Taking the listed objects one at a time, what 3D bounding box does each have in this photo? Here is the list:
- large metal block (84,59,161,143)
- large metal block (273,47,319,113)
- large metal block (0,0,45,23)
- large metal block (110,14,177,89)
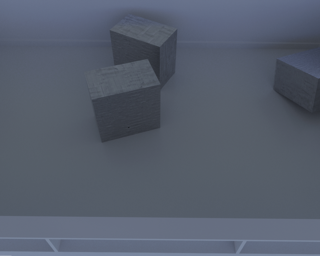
[{"bbox_3d":[-0.046,-0.034,0.397,0.081,0.080,0.050,-14,52,-12],"label":"large metal block"},{"bbox_3d":[0.222,-0.071,0.438,0.081,0.050,0.080,-17,35,-14],"label":"large metal block"},{"bbox_3d":[-0.269,-0.251,0.579,0.081,0.080,0.050,-13,51,-11],"label":"large metal block"},{"bbox_3d":[-0.023,-0.113,0.464,0.080,0.080,0.050,23,54,18],"label":"large metal block"}]
